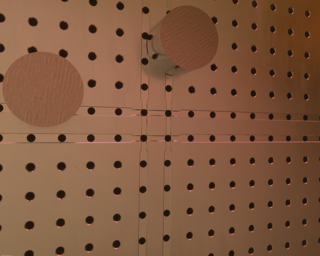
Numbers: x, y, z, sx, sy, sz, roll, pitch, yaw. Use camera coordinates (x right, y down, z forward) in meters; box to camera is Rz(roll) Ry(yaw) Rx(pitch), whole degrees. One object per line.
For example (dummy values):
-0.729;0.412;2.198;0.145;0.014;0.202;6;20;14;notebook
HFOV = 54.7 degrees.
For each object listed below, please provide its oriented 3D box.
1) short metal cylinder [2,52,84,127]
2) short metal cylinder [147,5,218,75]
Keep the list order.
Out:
-0.130;-0.041;0.351;0.081;0.050;0.079;0;90;-20;short metal cylinder
0.029;-0.113;0.410;0.081;0.050;0.079;0;90;-20;short metal cylinder
